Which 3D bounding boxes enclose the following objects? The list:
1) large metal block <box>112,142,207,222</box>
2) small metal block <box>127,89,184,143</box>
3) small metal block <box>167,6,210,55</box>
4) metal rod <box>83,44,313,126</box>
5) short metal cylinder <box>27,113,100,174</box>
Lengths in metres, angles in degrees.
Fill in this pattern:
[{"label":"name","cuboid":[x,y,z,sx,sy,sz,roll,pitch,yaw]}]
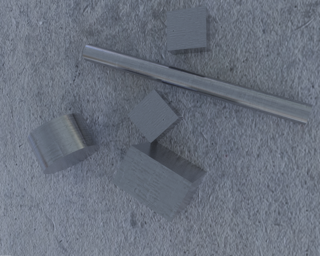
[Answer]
[{"label":"large metal block","cuboid":[0.003,0.060,0.378,0.080,0.080,0.050,30,100,17]},{"label":"small metal block","cuboid":[-0.006,-0.015,0.410,0.050,0.025,0.050,-43,77,14]},{"label":"small metal block","cuboid":[0.037,-0.123,0.396,0.050,0.025,0.050,-1,90,19]},{"label":"metal rod","cuboid":[0.033,-0.061,0.396,0.301,0.025,0.025,19,96,18]},{"label":"short metal cylinder","cuboid":[-0.131,0.022,0.425,0.080,0.080,0.050,-33,80,17]}]
